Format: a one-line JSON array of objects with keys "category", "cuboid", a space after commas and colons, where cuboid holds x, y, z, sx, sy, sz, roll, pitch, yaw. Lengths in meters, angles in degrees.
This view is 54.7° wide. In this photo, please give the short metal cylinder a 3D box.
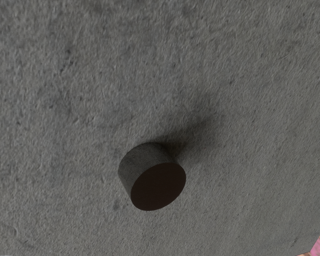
[{"category": "short metal cylinder", "cuboid": [-0.011, 0.067, 0.427, 0.081, 0.050, 0.079, -14, 124, -21]}]
